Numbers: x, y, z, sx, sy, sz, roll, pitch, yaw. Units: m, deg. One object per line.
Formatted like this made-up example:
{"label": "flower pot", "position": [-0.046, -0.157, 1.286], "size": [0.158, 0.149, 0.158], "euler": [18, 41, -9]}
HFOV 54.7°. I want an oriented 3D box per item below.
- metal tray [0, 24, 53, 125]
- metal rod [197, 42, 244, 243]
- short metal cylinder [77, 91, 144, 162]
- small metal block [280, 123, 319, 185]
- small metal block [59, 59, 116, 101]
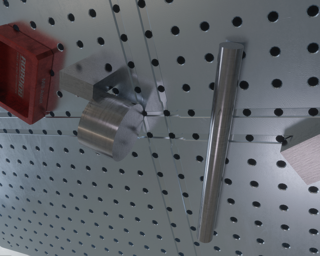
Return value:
{"label": "metal tray", "position": [-0.216, -0.078, 0.473], "size": [0.090, 0.030, 0.129], "euler": [31, 128, 8]}
{"label": "metal rod", "position": [0.071, 0.041, 0.398], "size": [0.025, 0.025, 0.298], "euler": [14, 125, 20]}
{"label": "short metal cylinder", "position": [-0.063, -0.002, 0.407], "size": [0.050, 0.080, 0.079], "euler": [22, 127, 15]}
{"label": "small metal block", "position": [0.170, 0.028, 0.339], "size": [0.050, 0.025, 0.050], "euler": [49, 129, -7]}
{"label": "small metal block", "position": [-0.094, -0.064, 0.406], "size": [0.050, 0.050, 0.025], "euler": [24, 127, 14]}
